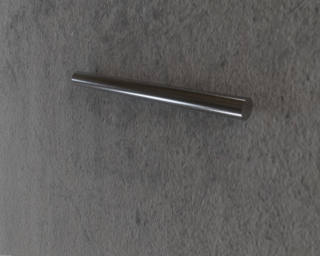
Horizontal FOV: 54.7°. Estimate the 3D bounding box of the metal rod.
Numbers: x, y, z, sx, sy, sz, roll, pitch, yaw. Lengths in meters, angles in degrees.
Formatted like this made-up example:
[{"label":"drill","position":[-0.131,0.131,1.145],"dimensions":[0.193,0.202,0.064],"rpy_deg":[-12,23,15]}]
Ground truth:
[{"label":"metal rod","position":[-0.022,-0.051,0.420],"dimensions":[0.300,0.025,0.025],"rpy_deg":[15,100,38]}]
